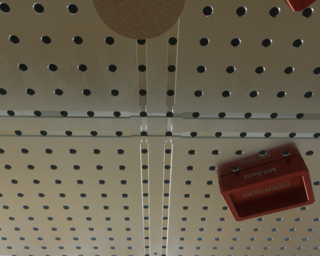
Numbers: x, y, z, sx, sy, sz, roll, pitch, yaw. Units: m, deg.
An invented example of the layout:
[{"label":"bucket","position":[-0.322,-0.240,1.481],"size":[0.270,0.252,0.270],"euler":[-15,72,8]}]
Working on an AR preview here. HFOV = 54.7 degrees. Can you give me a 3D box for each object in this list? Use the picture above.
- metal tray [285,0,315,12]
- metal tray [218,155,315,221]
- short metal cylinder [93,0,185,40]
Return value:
[{"label":"metal tray","position":[0.149,-0.176,0.259],"size":[0.130,0.030,0.090],"euler":[-34,123,25]},{"label":"metal tray","position":[0.170,0.099,0.494],"size":[0.130,0.030,0.090],"euler":[-19,128,15]},{"label":"short metal cylinder","position":[-0.018,-0.130,0.285],"size":[0.081,0.050,0.079],"euler":[0,130,0]}]
